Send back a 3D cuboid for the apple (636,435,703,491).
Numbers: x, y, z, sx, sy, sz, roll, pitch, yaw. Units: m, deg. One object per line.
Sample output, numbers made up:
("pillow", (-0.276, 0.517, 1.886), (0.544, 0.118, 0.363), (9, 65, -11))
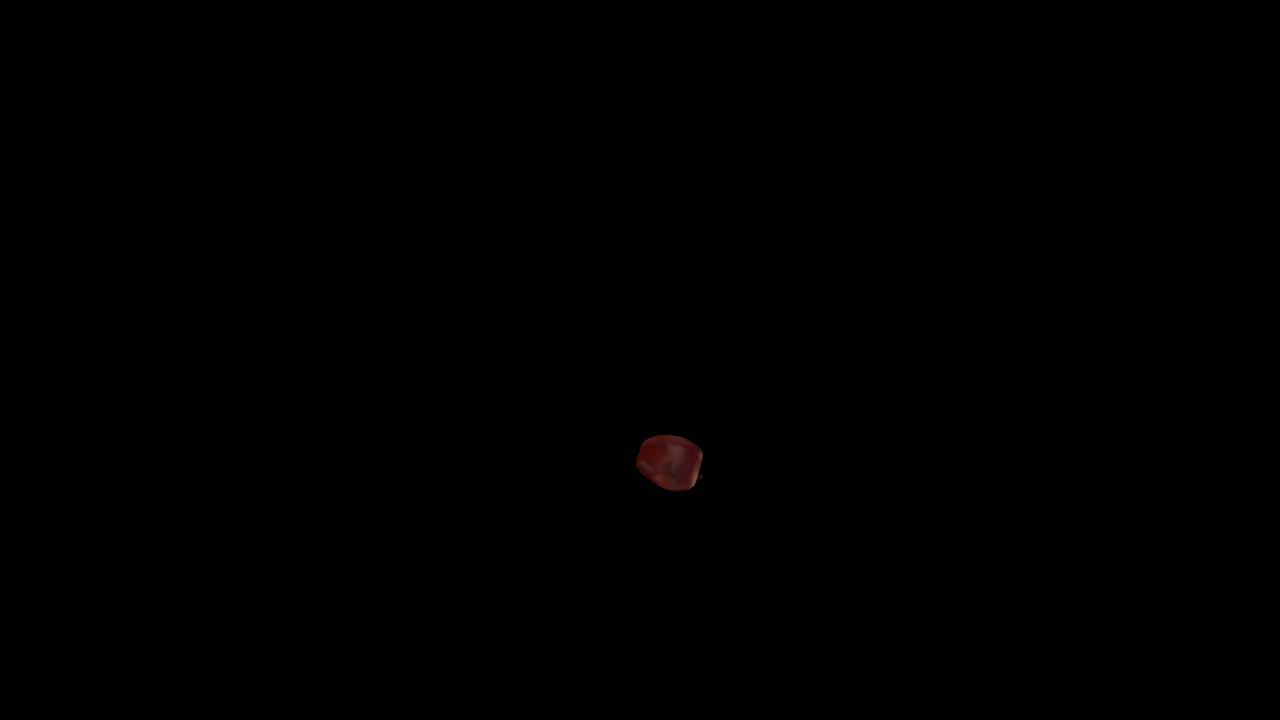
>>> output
("apple", (0.043, 0.143, 0.851), (0.093, 0.079, 0.079), (18, 2, 7))
